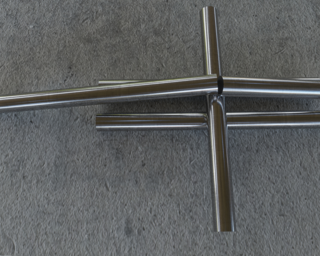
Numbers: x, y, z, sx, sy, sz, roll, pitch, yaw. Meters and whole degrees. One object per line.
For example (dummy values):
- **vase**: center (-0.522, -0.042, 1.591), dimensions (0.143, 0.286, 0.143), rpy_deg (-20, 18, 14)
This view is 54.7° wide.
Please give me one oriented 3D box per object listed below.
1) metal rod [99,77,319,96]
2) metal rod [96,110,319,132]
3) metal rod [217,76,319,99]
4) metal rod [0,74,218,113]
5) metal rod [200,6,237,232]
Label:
- **metal rod**: center (0.068, -0.056, 0.430), dimensions (0.302, 0.025, 0.025), rpy_deg (-1, 70, -1)
- **metal rod**: center (0.068, -0.010, 0.413), dimensions (0.302, 0.025, 0.025), rpy_deg (-1, 70, -1)
- **metal rod**: center (0.221, -0.049, 0.404), dimensions (0.302, 0.025, 0.025), rpy_deg (1, 70, -11)
- **metal rod**: center (-0.080, -0.042, 0.397), dimensions (0.302, 0.025, 0.025), rpy_deg (-4, 70, 8)
- **metal rod**: center (0.071, -0.026, 0.393), dimensions (0.025, 0.025, 0.299), rpy_deg (0, 70, -1)
